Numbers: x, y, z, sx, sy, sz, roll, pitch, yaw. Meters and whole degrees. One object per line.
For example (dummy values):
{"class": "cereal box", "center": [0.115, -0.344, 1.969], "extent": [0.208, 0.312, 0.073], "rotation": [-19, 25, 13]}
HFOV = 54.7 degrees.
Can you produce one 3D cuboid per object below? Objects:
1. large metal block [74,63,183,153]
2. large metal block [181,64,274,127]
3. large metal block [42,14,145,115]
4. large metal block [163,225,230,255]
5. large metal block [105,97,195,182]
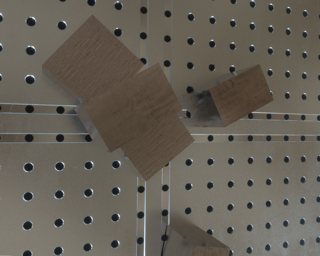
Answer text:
{"class": "large metal block", "center": [-0.036, -0.020, 0.318], "extent": [0.080, 0.080, 0.050], "rotation": [-31, 101, -18]}
{"class": "large metal block", "center": [0.088, -0.041, 0.417], "extent": [0.081, 0.080, 0.050], "rotation": [-27, 100, -18]}
{"class": "large metal block", "center": [-0.080, -0.071, 0.370], "extent": [0.080, 0.050, 0.080], "rotation": [43, 76, -16]}
{"class": "large metal block", "center": [0.041, 0.179, 0.400], "extent": [0.050, 0.080, 0.080], "rotation": [11, 86, -20]}
{"class": "large metal block", "center": [-0.017, 0.008, 0.394], "extent": [0.080, 0.050, 0.080], "rotation": [-39, 103, -16]}
